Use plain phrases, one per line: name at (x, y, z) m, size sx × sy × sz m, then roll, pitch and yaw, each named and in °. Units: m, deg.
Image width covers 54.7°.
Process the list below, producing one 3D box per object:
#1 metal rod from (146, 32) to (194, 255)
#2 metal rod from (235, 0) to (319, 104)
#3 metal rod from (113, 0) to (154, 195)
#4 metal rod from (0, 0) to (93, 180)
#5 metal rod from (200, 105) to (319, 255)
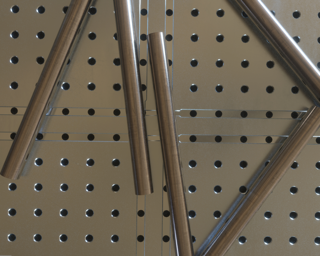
metal rod at (0.014, 0.024, 0.413) m, size 0.025 × 0.025 × 0.298 m, roll -8°, pitch 90°, yaw 0°
metal rod at (0.179, -0.097, 0.415) m, size 0.025 × 0.025 × 0.300 m, roll -40°, pitch 91°, yaw 0°
metal rod at (-0.038, -0.062, 0.412) m, size 0.025 × 0.025 × 0.298 m, roll -6°, pitch 90°, yaw 0°
metal rod at (-0.142, -0.075, 0.411) m, size 0.025 × 0.025 × 0.299 m, roll 22°, pitch 90°, yaw -1°
metal rod at (0.125, 0.097, 0.415) m, size 0.025 × 0.025 × 0.299 m, roll 37°, pitch 90°, yaw -1°
